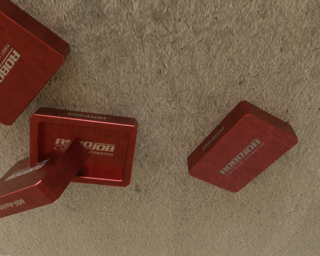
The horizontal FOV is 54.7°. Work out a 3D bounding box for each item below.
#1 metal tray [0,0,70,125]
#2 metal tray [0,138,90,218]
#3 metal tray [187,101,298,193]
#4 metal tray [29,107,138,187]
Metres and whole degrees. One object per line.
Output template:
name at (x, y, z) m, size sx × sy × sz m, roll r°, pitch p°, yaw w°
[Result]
metal tray at (-0.175, -0.069, 0.344) m, size 0.090 × 0.030 × 0.130 m, roll 36°, pitch 121°, yaw -27°
metal tray at (-0.164, 0.066, 0.402) m, size 0.130 × 0.090 × 0.030 m, roll -20°, pitch 115°, yaw 28°
metal tray at (0.110, 0.032, 0.432) m, size 0.090 × 0.030 × 0.129 m, roll 24°, pitch 126°, yaw -20°
metal tray at (-0.099, 0.026, 0.406) m, size 0.131 × 0.030 × 0.089 m, roll 7°, pitch 110°, yaw -6°
